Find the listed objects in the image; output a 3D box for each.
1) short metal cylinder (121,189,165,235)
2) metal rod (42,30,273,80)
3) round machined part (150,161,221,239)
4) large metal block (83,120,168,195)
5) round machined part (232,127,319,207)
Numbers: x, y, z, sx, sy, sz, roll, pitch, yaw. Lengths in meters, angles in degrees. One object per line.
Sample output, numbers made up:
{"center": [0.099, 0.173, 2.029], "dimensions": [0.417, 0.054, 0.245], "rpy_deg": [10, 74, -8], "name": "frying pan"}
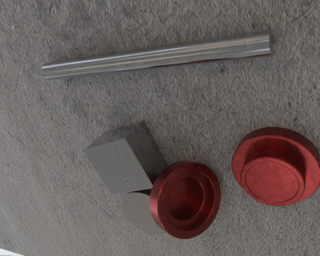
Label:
{"center": [-0.010, 0.113, 0.466], "dimensions": [0.080, 0.050, 0.079], "rpy_deg": [13, 124, 21], "name": "short metal cylinder"}
{"center": [-0.025, -0.081, 0.369], "dimensions": [0.300, 0.025, 0.025], "rpy_deg": [0, 118, 28], "name": "metal rod"}
{"center": [0.029, 0.091, 0.409], "dimensions": [0.042, 0.099, 0.098], "rpy_deg": [5, 125, 60], "name": "round machined part"}
{"center": [-0.047, 0.044, 0.443], "dimensions": [0.080, 0.050, 0.080], "rpy_deg": [-17, 110, 34], "name": "large metal block"}
{"center": [0.132, 0.051, 0.358], "dimensions": [0.098, 0.042, 0.097], "rpy_deg": [13, 124, 21], "name": "round machined part"}
